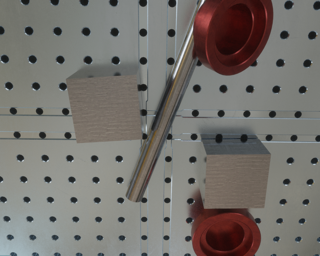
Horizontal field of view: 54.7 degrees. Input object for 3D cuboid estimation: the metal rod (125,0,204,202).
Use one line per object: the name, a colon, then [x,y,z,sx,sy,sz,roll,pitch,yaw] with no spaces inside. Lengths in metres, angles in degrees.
metal rod: [0.013,-0.031,0.401,0.025,0.025,0.298,19,109,-7]

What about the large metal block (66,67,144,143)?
large metal block: [-0.064,-0.029,0.389,0.080,0.050,0.079,-4,110,1]

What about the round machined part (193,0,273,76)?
round machined part: [0.076,-0.112,0.347,0.099,0.042,0.097,-20,129,-27]

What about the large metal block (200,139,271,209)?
large metal block: [0.099,0.062,0.424,0.081,0.050,0.079,-1,110,0]

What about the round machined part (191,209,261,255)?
round machined part: [0.096,0.155,0.462,0.099,0.042,0.097,0,110,0]
